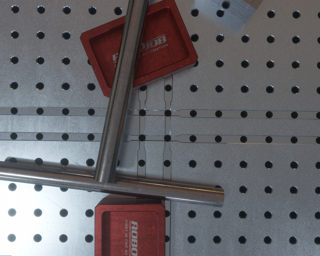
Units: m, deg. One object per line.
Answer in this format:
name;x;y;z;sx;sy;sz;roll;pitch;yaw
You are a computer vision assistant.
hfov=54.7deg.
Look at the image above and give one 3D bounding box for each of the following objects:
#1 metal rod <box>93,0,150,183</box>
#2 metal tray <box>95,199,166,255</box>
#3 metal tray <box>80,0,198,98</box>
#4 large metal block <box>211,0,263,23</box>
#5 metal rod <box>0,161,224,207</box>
metal rod;-0.041;-0.082;0.382;0.025;0.025;0.298;11;90;-1
metal tray;-0.038;0.162;0.410;0.091;0.030;0.129;0;90;-1
metal tray;-0.027;-0.103;0.410;0.131;0.030;0.090;-22;90;-1
large metal block;0.107;-0.199;0.402;0.080;0.050;0.080;33;90;-1
metal rod;-0.067;0.075;0.412;0.302;0.025;0.025;7;90;-1
